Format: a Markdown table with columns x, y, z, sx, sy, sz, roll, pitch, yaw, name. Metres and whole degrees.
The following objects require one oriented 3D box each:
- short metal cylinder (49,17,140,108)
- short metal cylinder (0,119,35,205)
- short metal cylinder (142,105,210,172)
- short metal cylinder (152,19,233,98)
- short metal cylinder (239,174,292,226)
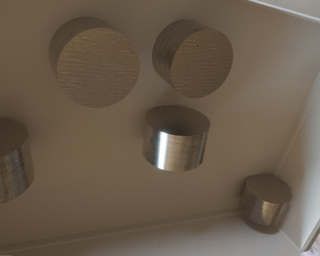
| x | y | z | sx | sy | sz | roll | pitch | yaw | name |
| --- | --- | --- | --- | --- | --- | --- | --- | --- | --- |
| -0.067 | -0.067 | 0.315 | 0.081 | 0.050 | 0.079 | -14 | 125 | -21 | short metal cylinder |
| -0.168 | 0.032 | 0.301 | 0.081 | 0.080 | 0.050 | -10 | 123 | -24 | short metal cylinder |
| 0.019 | 0.011 | 0.392 | 0.081 | 0.080 | 0.050 | -8 | 122 | -25 | short metal cylinder |
| 0.038 | -0.082 | 0.364 | 0.081 | 0.050 | 0.079 | -14 | 125 | -21 | short metal cylinder |
| 0.189 | 0.128 | 0.559 | 0.081 | 0.080 | 0.050 | -6 | 121 | -26 | short metal cylinder |
